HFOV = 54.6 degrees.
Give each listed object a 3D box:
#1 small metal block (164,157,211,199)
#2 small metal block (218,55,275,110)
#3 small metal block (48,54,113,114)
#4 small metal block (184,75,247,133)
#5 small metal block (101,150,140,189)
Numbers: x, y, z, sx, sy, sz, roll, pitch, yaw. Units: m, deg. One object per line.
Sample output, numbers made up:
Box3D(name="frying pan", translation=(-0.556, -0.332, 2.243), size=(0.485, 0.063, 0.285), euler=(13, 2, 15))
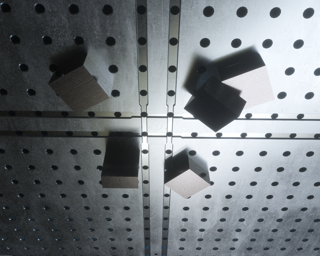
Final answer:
Box3D(name="small metal block", translation=(0.042, 0.078, 0.478), size=(0.050, 0.025, 0.050), euler=(-36, 122, 26))
Box3D(name="small metal block", translation=(0.103, -0.051, 0.369), size=(0.050, 0.025, 0.050), euler=(-19, 128, 15))
Box3D(name="small metal block", translation=(-0.093, -0.051, 0.368), size=(0.050, 0.025, 0.050), euler=(-23, 127, 18))
Box3D(name="small metal block", translation=(0.064, -0.027, 0.367), size=(0.050, 0.025, 0.050), euler=(36, 149, -5))
Box3D(name="small metal block", translation=(-0.055, 0.059, 0.445), size=(0.050, 0.050, 0.025), euler=(1, 130, -1))
